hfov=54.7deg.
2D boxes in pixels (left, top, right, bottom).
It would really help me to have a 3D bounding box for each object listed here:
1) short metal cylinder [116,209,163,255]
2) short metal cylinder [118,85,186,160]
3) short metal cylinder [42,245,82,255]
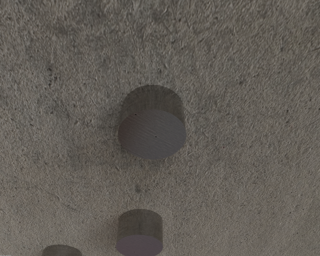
[{"bbox_3d":[-0.035,0.189,0.551,0.081,0.050,0.079,0,130,0],"label":"short metal cylinder"},{"bbox_3d":[-0.009,-0.006,0.385,0.081,0.050,0.079,0,130,0],"label":"short metal cylinder"},{"bbox_3d":[-0.203,0.280,0.627,0.081,0.050,0.079,0,130,0],"label":"short metal cylinder"}]
